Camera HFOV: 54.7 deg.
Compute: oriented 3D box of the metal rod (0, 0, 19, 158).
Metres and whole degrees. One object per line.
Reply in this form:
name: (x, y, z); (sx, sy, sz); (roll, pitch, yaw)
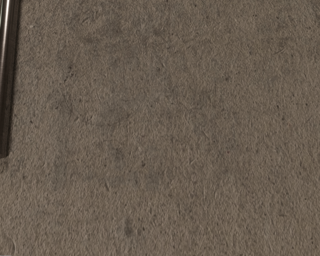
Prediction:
metal rod: (-0.222, -0.104, 0.443); (0.025, 0.025, 0.299); (-5, 70, -2)
